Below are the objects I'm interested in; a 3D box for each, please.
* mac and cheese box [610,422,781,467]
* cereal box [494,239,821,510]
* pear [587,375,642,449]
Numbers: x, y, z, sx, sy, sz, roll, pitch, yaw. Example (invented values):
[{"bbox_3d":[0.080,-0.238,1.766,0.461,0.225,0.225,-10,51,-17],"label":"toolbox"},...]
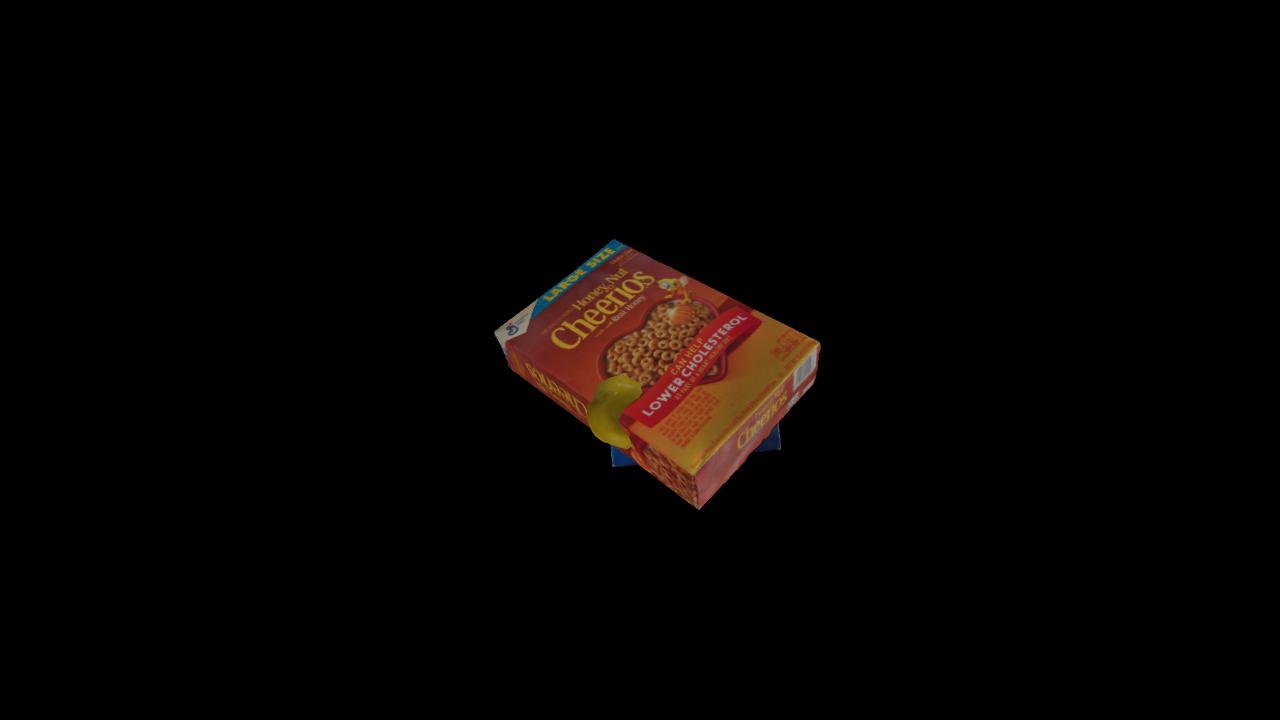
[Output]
[{"bbox_3d":[0.057,0.062,0.679,0.184,0.093,0.041,-6,-1,0],"label":"mac and cheese box"},{"bbox_3d":[0.011,-0.005,0.682,0.306,0.081,0.203,33,62,32],"label":"cereal box"},{"bbox_3d":[-0.019,0.056,0.648,0.080,0.080,0.111,0,-9,-14],"label":"pear"}]
